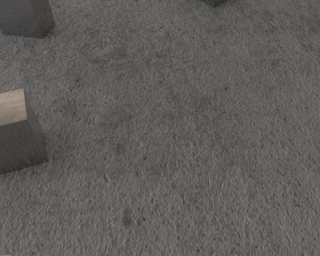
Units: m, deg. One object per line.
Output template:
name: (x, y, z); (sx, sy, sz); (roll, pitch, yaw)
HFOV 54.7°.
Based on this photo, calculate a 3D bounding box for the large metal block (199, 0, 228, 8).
large metal block: (0.111, -0.302, 0.641); (0.080, 0.050, 0.080); (-35, 58, -26)

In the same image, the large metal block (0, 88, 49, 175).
large metal block: (-0.185, 0.009, 0.359); (0.081, 0.080, 0.050); (-16, 52, -13)

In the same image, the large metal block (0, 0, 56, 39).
large metal block: (-0.241, -0.208, 0.541); (0.080, 0.080, 0.050); (10, 51, 8)
